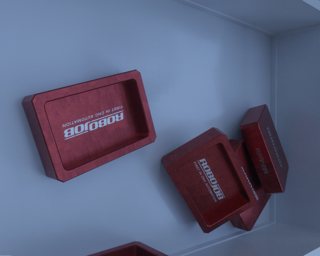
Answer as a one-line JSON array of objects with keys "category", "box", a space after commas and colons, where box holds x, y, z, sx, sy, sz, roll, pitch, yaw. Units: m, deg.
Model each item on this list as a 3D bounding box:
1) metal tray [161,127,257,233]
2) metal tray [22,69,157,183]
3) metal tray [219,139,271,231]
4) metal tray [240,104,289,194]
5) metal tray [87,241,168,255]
[{"category": "metal tray", "box": [0.071, 0.075, 0.435, 0.090, 0.030, 0.130, -31, 113, -3]}, {"category": "metal tray", "box": [-0.070, -0.007, 0.343, 0.131, 0.030, 0.089, -23, 105, -38]}, {"category": "metal tray", "box": [0.133, 0.094, 0.515, 0.090, 0.030, 0.130, -46, 118, -30]}, {"category": "metal tray", "box": [0.181, 0.035, 0.528, 0.090, 0.030, 0.129, -43, 113, -55]}, {"category": "metal tray", "box": [-0.050, 0.160, 0.322, 0.131, 0.090, 0.030, -1, 91, -40]}]
